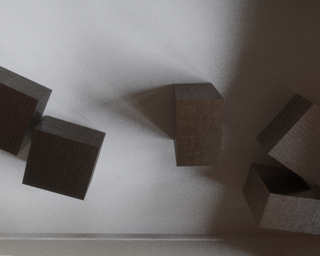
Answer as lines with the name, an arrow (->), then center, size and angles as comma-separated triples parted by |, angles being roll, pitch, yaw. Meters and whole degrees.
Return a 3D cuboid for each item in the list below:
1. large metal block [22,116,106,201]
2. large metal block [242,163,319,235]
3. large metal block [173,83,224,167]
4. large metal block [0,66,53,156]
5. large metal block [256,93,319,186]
large metal block -> -0.125, 0.039, 0.411 | 0.080, 0.050, 0.079 | 18, 109, -7
large metal block -> 0.167, 0.093, 0.419 | 0.081, 0.080, 0.050 | 9, 110, -4
large metal block -> 0.043, -0.007, 0.380 | 0.050, 0.080, 0.079 | -1, 110, 0
large metal block -> -0.194, -0.024, 0.386 | 0.080, 0.050, 0.080 | 25, 108, -10
large metal block -> 0.190, 0.015, 0.406 | 0.080, 0.050, 0.080 | 34, 106, -12
